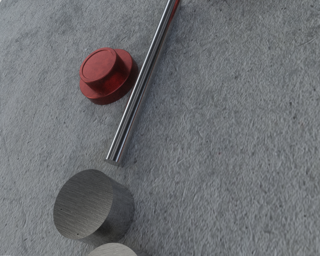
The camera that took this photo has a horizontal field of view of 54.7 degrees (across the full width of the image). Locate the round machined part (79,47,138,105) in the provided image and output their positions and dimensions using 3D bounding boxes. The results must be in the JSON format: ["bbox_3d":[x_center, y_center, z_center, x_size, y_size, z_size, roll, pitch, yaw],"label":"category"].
[{"bbox_3d":[-0.088,-0.088,0.491,0.098,0.042,0.098,-13,56,20],"label":"round machined part"}]

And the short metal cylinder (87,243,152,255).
[{"bbox_3d":[-0.039,0.161,0.308,0.080,0.050,0.080,-13,56,20],"label":"short metal cylinder"}]

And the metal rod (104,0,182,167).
[{"bbox_3d":[-0.018,-0.085,0.463,0.025,0.025,0.300,5,64,30],"label":"metal rod"}]

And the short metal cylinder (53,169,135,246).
[{"bbox_3d":[-0.077,0.095,0.368,0.080,0.050,0.080,-13,56,20],"label":"short metal cylinder"}]
